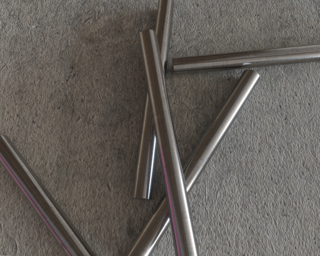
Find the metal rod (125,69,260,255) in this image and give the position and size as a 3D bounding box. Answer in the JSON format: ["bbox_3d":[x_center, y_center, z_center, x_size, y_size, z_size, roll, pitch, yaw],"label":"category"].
[{"bbox_3d":[0.046,0.044,0.392,0.025,0.025,0.300,32,73,11],"label":"metal rod"}]

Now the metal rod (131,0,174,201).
[{"bbox_3d":[-0.006,-0.053,0.427,0.025,0.025,0.299,6,70,2],"label":"metal rod"}]

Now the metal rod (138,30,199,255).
[{"bbox_3d":[0.007,0.011,0.376,0.025,0.025,0.299,-9,70,-3],"label":"metal rod"}]

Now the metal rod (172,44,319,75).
[{"bbox_3d":[0.168,-0.103,0.446,0.302,0.025,0.025,-6,70,-3],"label":"metal rod"}]

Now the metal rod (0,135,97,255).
[{"bbox_3d":[-0.109,0.124,0.361,0.025,0.025,0.300,-39,75,-13],"label":"metal rod"}]
